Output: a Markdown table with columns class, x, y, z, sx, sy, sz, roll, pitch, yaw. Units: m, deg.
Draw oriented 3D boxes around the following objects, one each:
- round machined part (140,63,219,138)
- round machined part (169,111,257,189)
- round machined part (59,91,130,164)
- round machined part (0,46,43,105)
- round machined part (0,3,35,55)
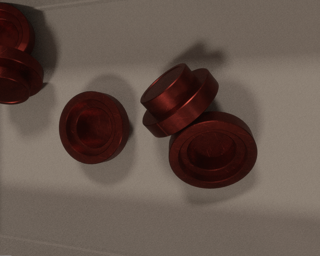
| class | x | y | z | sx | sy | sz | roll | pitch | yaw |
| --- | --- | --- | --- | --- | --- | --- | --- | --- | --- |
| round machined part | 0.016 | -0.038 | 0.362 | 0.098 | 0.098 | 0.042 | -36 | 110 | 16 |
| round machined part | 0.059 | 0.022 | 0.363 | 0.099 | 0.042 | 0.097 | 1 | 124 | 1 |
| round machined part | -0.087 | 0.000 | 0.431 | 0.098 | 0.042 | 0.097 | 0 | 90 | 19 |
| round machined part | -0.221 | -0.069 | 0.444 | 0.098 | 0.098 | 0.042 | -16 | 60 | 19 |
| round machined part | -0.240 | -0.135 | 0.473 | 0.099 | 0.042 | 0.097 | 0 | 85 | -2 |
